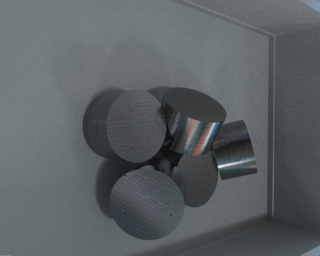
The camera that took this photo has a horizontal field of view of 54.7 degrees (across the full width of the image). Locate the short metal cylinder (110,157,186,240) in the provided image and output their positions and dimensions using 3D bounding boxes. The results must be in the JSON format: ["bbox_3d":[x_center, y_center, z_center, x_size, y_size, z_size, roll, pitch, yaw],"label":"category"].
[{"bbox_3d":[-0.011,0.078,0.353,0.050,0.080,0.079,-51,133,-79],"label":"short metal cylinder"}]

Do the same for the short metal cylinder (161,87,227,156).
[{"bbox_3d":[0.036,-0.010,0.392,0.081,0.080,0.050,-11,133,-40],"label":"short metal cylinder"}]

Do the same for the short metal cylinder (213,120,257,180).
[{"bbox_3d":[0.106,0.032,0.453,0.080,0.050,0.080,-15,91,-81],"label":"short metal cylinder"}]

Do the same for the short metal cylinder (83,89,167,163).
[{"bbox_3d":[-0.039,-0.002,0.356,0.081,0.050,0.079,0,90,-40],"label":"short metal cylinder"}]

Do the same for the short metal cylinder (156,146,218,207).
[{"bbox_3d":[0.033,0.062,0.418,0.081,0.050,0.079,0,90,-40],"label":"short metal cylinder"}]
